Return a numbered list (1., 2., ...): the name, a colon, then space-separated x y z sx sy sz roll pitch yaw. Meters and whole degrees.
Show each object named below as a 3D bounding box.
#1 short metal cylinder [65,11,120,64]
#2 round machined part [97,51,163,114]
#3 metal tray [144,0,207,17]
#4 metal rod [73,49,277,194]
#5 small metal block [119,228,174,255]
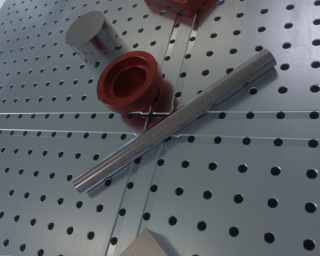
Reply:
1. short metal cylinder: -0.120 -0.161 0.554 0.080 0.050 0.080 -13 56 21
2. round machined part: -0.040 -0.063 0.457 0.098 0.042 0.098 -13 56 21
3. metal tray: 0.033 -0.251 0.541 0.090 0.030 0.130 -49 52 -7
4. metal rod: 0.015 -0.005 0.403 0.300 0.025 0.025 -34 51 5
5. small metal block: -0.013 0.144 0.327 0.050 0.025 0.050 -46 51 -4
